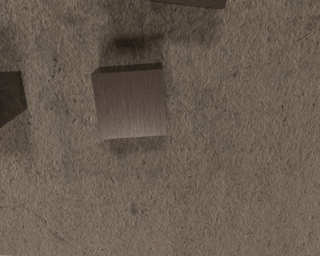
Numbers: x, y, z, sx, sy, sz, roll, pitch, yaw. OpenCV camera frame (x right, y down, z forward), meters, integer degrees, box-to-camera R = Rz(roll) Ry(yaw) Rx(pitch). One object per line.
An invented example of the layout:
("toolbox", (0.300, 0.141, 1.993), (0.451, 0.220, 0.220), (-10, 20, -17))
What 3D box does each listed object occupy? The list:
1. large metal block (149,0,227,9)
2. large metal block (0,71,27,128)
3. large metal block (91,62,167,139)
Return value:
("large metal block", (0.032, -0.175, 0.333), (0.081, 0.050, 0.079), (6, 110, -3))
("large metal block", (-0.217, -0.034, 0.365), (0.081, 0.080, 0.050), (-2, 110, 0))
("large metal block", (-0.035, -0.035, 0.383), (0.081, 0.050, 0.079), (-4, 110, 1))
